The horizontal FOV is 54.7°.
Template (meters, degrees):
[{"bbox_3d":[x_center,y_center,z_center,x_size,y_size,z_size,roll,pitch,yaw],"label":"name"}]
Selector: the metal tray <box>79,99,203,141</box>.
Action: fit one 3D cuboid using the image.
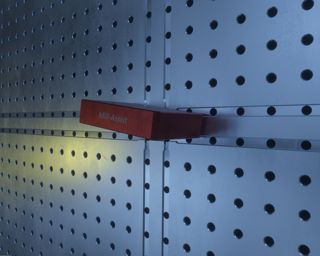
[{"bbox_3d":[-0.025,-0.012,0.385,0.130,0.091,0.030,12,98,39],"label":"metal tray"}]
